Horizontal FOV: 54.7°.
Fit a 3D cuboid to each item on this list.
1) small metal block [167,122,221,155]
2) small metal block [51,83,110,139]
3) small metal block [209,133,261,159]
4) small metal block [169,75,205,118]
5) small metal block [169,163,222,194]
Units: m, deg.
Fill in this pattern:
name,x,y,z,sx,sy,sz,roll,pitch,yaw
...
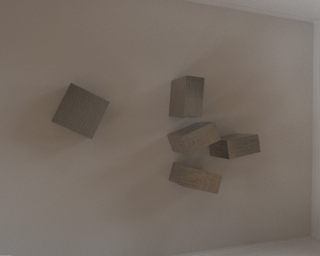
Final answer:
name,x,y,z,sx,sy,sz,roll,pitch,yaw
small metal block,0.044,0.012,0.415,0.050,0.050,0.025,-22,98,-19
small metal block,-0.097,-0.020,0.375,0.050,0.025,0.050,27,81,-19
small metal block,0.104,0.025,0.437,0.050,0.050,0.025,-10,94,-20
small metal block,0.034,-0.040,0.411,0.025,0.050,0.050,5,89,-20
small metal block,0.046,0.067,0.416,0.050,0.050,0.025,16,85,-20
